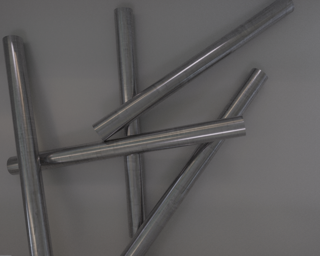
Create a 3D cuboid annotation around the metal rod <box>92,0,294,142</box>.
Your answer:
[{"bbox_3d":[0.047,-0.079,0.396,0.301,0.025,0.025,-35,90,-6],"label":"metal rod"}]

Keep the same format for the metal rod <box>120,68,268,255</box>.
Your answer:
[{"bbox_3d":[0.045,0.049,0.397,0.025,0.025,0.300,36,84,0],"label":"metal rod"}]

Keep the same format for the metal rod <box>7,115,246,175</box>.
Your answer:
[{"bbox_3d":[-0.048,0.024,0.386,0.301,0.025,0.025,-10,90,9],"label":"metal rod"}]

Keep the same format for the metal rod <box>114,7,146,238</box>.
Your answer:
[{"bbox_3d":[-0.039,-0.007,0.410,0.025,0.025,0.298,-4,90,0],"label":"metal rod"}]

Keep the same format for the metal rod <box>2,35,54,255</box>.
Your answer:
[{"bbox_3d":[-0.163,0.026,0.381,0.025,0.025,0.299,-13,79,0],"label":"metal rod"}]
